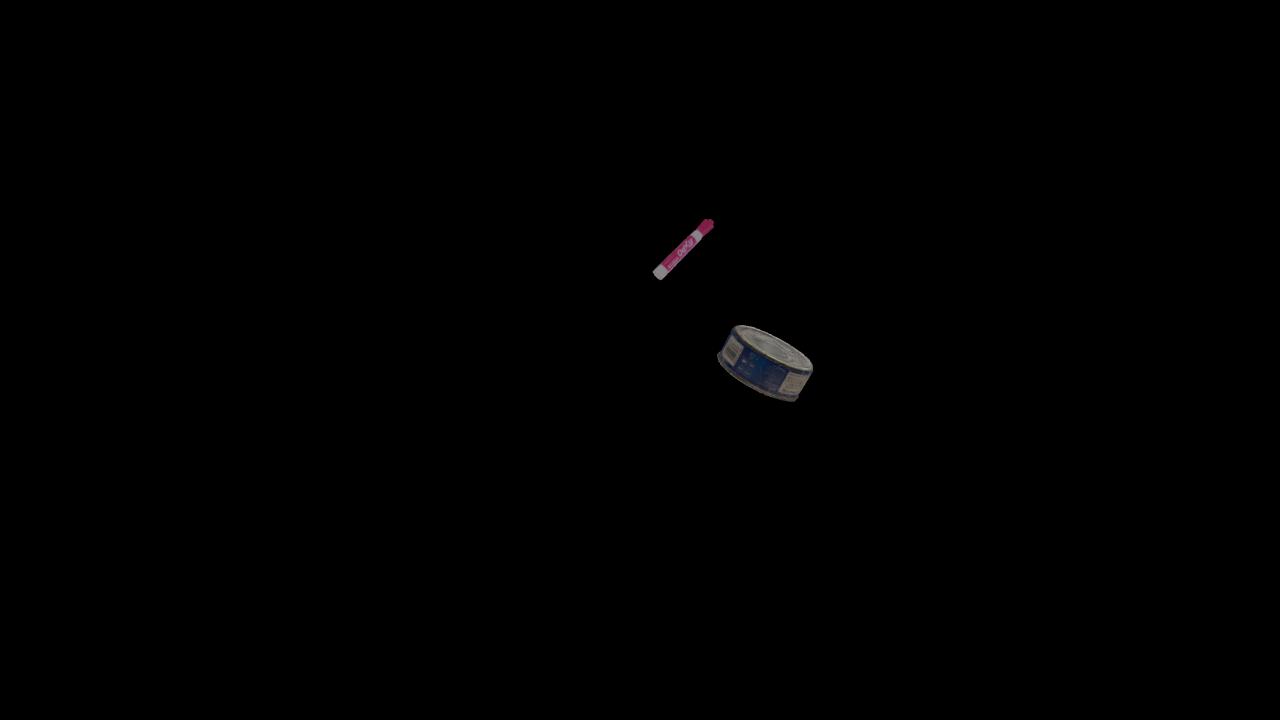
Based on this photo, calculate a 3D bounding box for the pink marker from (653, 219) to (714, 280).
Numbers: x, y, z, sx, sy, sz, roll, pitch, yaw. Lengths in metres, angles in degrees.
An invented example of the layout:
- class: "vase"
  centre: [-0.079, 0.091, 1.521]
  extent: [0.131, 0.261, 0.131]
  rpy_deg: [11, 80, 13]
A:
- class: "pink marker"
  centre: [0.067, -0.167, 0.917]
  extent: [0.020, 0.121, 0.020]
  rpy_deg: [43, -9, 8]

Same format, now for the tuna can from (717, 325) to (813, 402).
- class: "tuna can"
  centre: [0.116, 0.001, 0.568]
  extent: [0.084, 0.034, 0.084]
  rpy_deg: [22, 20, -9]
